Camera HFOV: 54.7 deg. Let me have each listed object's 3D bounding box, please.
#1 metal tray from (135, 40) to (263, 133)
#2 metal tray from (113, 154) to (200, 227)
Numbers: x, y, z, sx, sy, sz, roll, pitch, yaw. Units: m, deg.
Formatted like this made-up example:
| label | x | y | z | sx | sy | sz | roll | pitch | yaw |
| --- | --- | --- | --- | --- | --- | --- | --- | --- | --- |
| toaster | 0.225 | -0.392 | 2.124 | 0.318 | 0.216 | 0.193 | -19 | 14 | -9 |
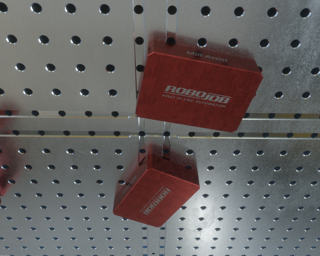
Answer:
| label | x | y | z | sx | sy | sz | roll | pitch | yaw |
| --- | --- | --- | --- | --- | --- | --- | --- | --- | --- |
| metal tray | 0.042 | -0.046 | 0.370 | 0.131 | 0.030 | 0.089 | 9 | 130 | -9 |
| metal tray | -0.008 | 0.106 | 0.498 | 0.091 | 0.030 | 0.129 | 23 | 126 | -19 |
